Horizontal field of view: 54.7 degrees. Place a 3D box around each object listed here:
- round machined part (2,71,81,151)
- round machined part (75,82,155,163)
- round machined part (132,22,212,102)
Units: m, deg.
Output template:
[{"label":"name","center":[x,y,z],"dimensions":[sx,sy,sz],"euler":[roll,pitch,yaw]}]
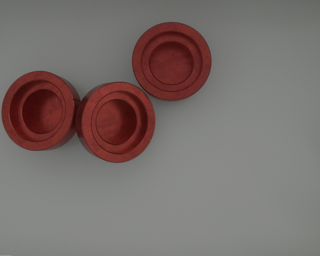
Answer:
[{"label":"round machined part","center":[-0.144,-0.020,0.394],"dimensions":[0.098,0.042,0.097],"euler":[-1,86,12]},{"label":"round machined part","center":[-0.058,-0.008,0.387],"dimensions":[0.099,0.042,0.097],"euler":[-4,97,-35]},{"label":"round machined part","center":[0.015,-0.083,0.403],"dimensions":[0.099,0.042,0.097],"euler":[0,90,-1]}]
